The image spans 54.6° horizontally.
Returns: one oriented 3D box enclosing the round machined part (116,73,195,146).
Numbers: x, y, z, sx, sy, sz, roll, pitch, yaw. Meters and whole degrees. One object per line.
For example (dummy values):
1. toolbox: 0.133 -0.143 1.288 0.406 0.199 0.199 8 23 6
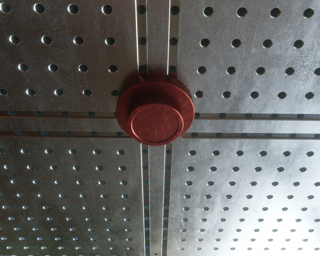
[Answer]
1. round machined part: -0.006 -0.015 0.387 0.099 0.042 0.097 0 130 0
